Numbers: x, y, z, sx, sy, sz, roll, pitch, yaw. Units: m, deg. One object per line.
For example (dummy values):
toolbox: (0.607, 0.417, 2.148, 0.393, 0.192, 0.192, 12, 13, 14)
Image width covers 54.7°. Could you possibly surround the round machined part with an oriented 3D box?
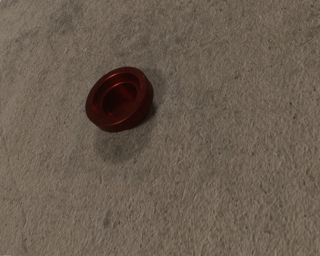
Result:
round machined part: (-0.053, -0.036, 0.441, 0.098, 0.042, 0.098, -13, 56, 20)
